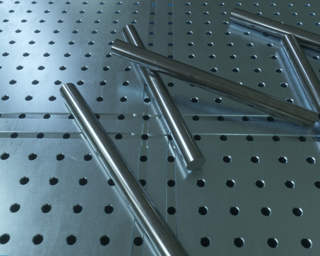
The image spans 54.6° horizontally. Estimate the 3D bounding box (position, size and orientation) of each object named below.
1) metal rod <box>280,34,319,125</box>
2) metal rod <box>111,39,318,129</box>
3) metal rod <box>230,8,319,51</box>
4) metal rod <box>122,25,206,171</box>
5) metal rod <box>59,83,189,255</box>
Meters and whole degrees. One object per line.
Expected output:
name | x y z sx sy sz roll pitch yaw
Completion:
metal rod | 0.226 -0.038 0.440 0.025 0.025 0.300 -1 50 -1
metal rod | 0.070 -0.066 0.442 0.301 0.025 0.025 22 53 10
metal rod | 0.262 -0.151 0.535 0.300 0.025 0.025 28 55 21
metal rod | -0.006 -0.065 0.462 0.025 0.025 0.300 -15 52 -12
metal rod | -0.055 0.041 0.372 0.025 0.025 0.300 -26 55 -20
